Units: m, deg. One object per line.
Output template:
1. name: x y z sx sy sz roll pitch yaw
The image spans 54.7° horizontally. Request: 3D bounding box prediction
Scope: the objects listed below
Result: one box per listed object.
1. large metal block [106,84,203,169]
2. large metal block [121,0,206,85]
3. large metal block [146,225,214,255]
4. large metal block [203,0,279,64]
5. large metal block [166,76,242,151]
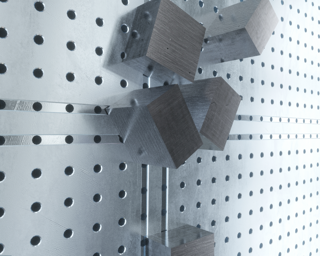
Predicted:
1. large metal block: -0.007 -0.002 0.369 0.050 0.080 0.080 -39 114 -33
2. large metal block: 0.007 -0.108 0.400 0.080 0.050 0.080 23 76 -38
3. large metal block: 0.028 0.185 0.419 0.081 0.050 0.079 0 90 -40
4. large metal block: 0.124 -0.151 0.480 0.050 0.080 0.080 48 61 -30
5. large metal block: 0.052 -0.018 0.419 0.050 0.080 0.080 36 68 -35
